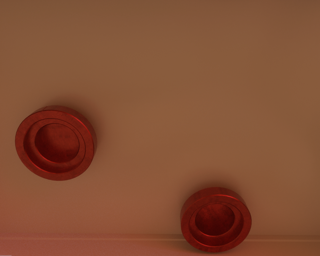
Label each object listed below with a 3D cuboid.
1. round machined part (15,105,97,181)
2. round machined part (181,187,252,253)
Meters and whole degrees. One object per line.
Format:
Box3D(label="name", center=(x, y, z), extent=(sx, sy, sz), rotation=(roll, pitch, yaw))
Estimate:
Box3D(label="round machined part", center=(-0.132, 0.016, 0.407), extent=(0.099, 0.042, 0.097), rotation=(0, 110, 0))
Box3D(label="round machined part", center=(0.078, 0.128, 0.450), extent=(0.099, 0.042, 0.097), rotation=(0, 110, 0))
